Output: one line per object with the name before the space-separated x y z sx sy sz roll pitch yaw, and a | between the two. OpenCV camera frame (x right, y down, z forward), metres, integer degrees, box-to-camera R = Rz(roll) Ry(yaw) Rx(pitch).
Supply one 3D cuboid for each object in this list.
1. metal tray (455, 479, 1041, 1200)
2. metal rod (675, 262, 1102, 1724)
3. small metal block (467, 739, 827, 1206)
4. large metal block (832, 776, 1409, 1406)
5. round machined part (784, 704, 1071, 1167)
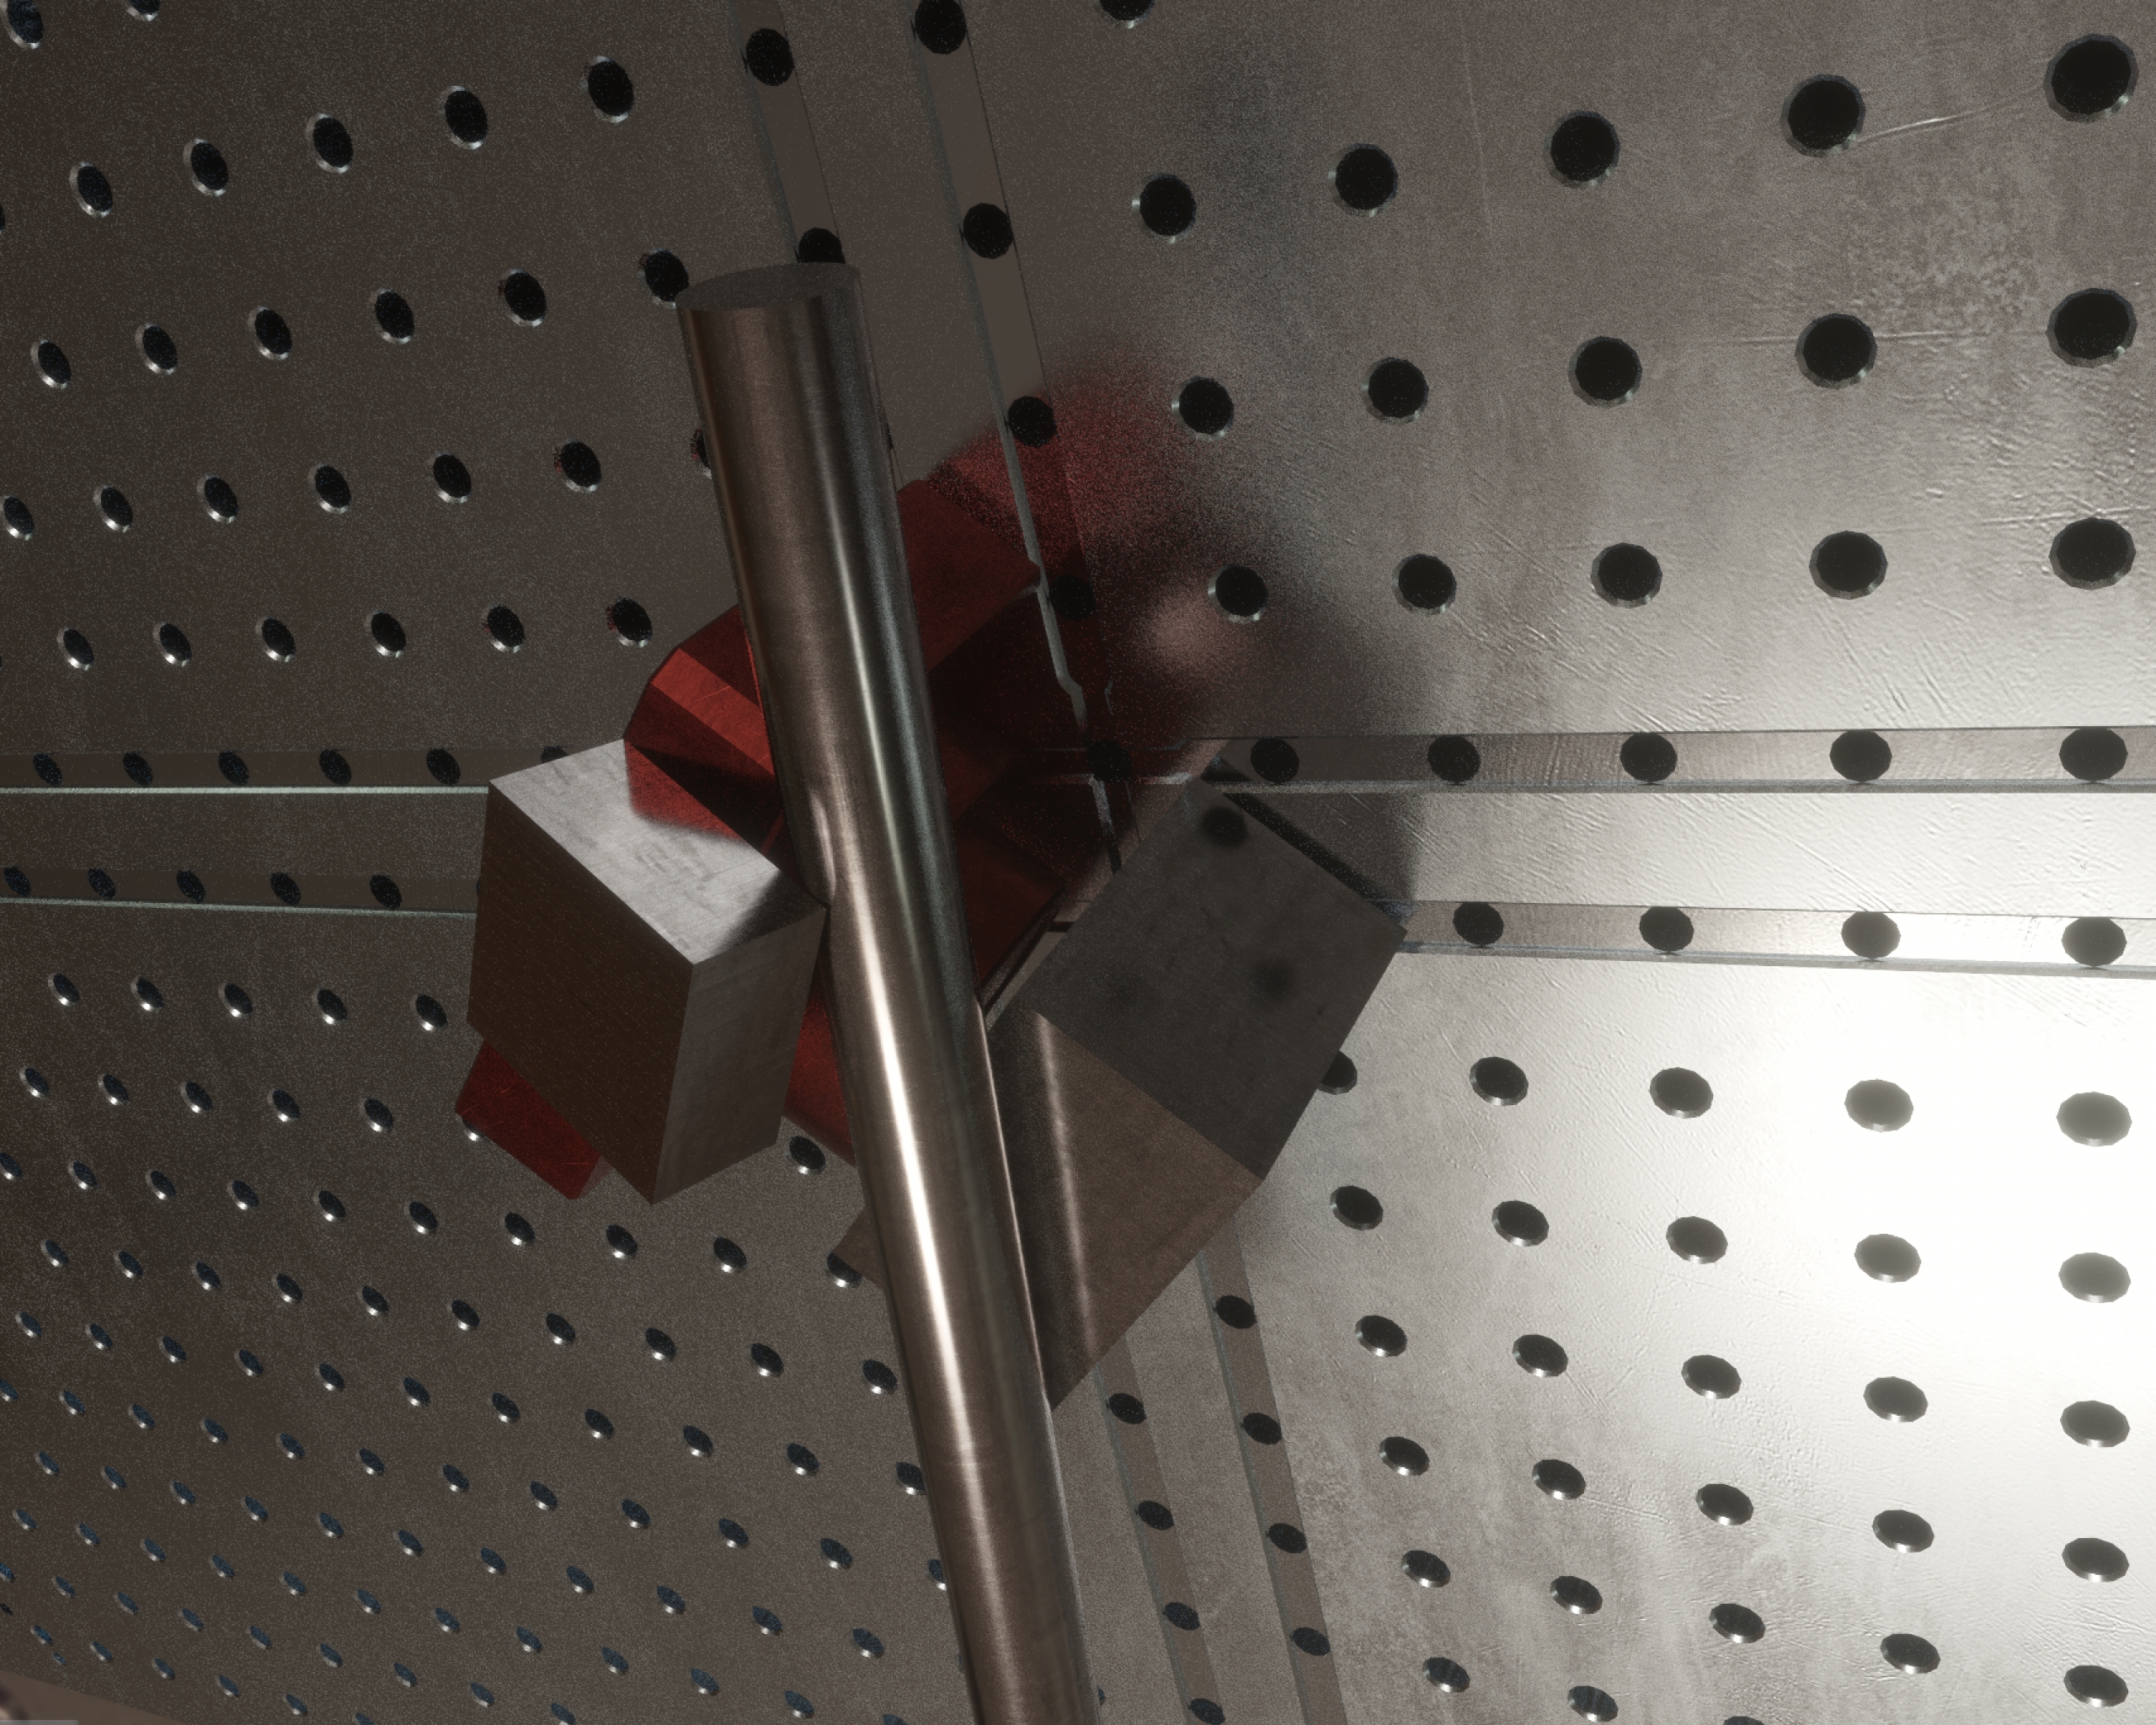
metal tray | -0.064 -0.003 0.399 0.030 0.090 0.129 37 129 3
metal rod | -0.024 0.052 0.351 0.025 0.025 0.298 6 122 24
small metal block | -0.070 0.017 0.330 0.050 0.025 0.050 37 130 27
large metal block | 0.009 0.043 0.392 0.050 0.080 0.080 37 129 3
round machined part | -0.038 0.019 0.400 0.042 0.098 0.097 36 129 4
